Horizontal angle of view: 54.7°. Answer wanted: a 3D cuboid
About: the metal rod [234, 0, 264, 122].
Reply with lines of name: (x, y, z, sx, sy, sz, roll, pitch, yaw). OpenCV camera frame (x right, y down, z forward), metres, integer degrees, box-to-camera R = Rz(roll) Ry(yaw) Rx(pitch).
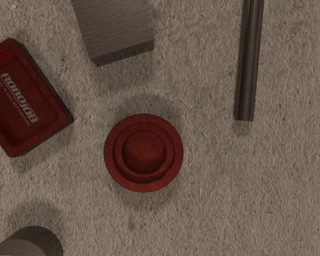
metal rod: (0.124, -0.158, 0.411, 0.025, 0.025, 0.298, 5, 90, -1)

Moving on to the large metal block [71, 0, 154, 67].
large metal block: (-0.058, -0.133, 0.397, 0.080, 0.050, 0.080, -18, 90, -1)

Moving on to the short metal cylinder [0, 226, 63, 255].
short metal cylinder: (-0.172, 0.173, 0.395, 0.081, 0.050, 0.079, 0, 90, -1)

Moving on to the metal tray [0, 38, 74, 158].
metal tray: (-0.188, -0.038, 0.404, 0.090, 0.030, 0.130, -34, 90, -1)

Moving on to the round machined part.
round machined part: (-0.020, 0.031, 0.401, 0.099, 0.042, 0.097, 0, 90, -1)
